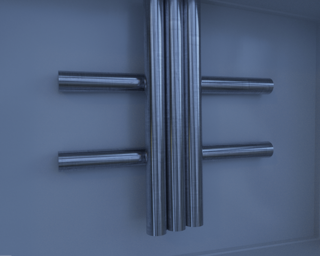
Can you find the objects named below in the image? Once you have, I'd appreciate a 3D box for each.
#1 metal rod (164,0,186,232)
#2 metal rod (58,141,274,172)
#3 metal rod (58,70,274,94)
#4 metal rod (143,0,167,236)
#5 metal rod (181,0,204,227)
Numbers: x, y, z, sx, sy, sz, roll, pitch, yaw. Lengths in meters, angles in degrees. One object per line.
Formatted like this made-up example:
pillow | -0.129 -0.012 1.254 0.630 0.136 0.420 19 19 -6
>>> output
metal rod | 0.018 -0.023 0.388 0.025 0.025 0.298 -1 90 -20
metal rod | 0.022 0.036 0.417 0.303 0.025 0.025 -1 91 -20
metal rod | 0.022 -0.059 0.417 0.303 0.025 0.025 -2 91 -20
metal rod | -0.006 -0.021 0.379 0.025 0.025 0.298 -1 90 -20
metal rod | 0.041 -0.026 0.397 0.025 0.025 0.298 -1 90 -20
